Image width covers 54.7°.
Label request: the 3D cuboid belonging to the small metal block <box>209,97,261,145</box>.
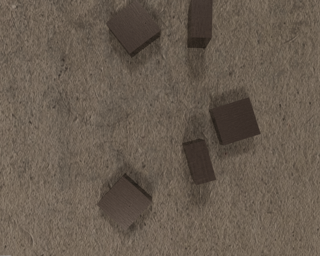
[{"bbox_3d":[0.098,-0.009,0.411,0.050,0.025,0.050,-17,90,-1],"label":"small metal block"}]

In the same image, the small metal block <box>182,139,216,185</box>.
[{"bbox_3d":[0.049,0.042,0.398,0.025,0.050,0.050,-15,90,0],"label":"small metal block"}]

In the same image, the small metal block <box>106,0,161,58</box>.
[{"bbox_3d":[-0.034,-0.130,0.409,0.050,0.025,0.050,-38,90,0],"label":"small metal block"}]

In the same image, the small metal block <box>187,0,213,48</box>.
[{"bbox_3d":[0.050,-0.134,0.398,0.025,0.050,0.050,1,90,0],"label":"small metal block"}]

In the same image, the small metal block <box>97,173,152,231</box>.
[{"bbox_3d":[-0.046,0.097,0.409,0.050,0.025,0.050,42,90,-1],"label":"small metal block"}]
